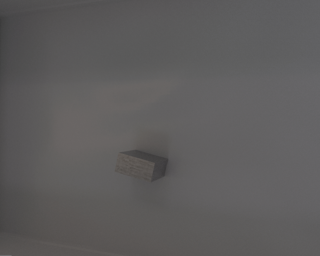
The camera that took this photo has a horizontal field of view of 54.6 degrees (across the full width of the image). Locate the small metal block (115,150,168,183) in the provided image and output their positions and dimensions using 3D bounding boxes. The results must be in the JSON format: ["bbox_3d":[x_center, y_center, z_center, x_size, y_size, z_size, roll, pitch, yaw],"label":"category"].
[{"bbox_3d":[-0.023,0.048,0.406,0.050,0.050,0.025,14,95,19],"label":"small metal block"}]
